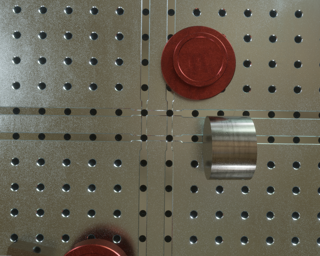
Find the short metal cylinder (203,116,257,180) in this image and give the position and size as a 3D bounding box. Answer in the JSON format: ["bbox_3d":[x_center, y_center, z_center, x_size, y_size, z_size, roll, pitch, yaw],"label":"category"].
[{"bbox_3d":[0.084,0.025,0.386,0.050,0.080,0.080,0,90,0],"label":"short metal cylinder"}]

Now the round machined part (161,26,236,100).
[{"bbox_3d":[0.050,-0.086,0.405,0.099,0.042,0.097,0,90,0],"label":"round machined part"}]

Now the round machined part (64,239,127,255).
[{"bbox_3d":[-0.084,0.193,0.404,0.099,0.042,0.097,0,90,0],"label":"round machined part"}]

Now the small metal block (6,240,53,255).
[{"bbox_3d":[-0.177,0.183,0.412,0.050,0.025,0.050,13,90,0],"label":"small metal block"}]
